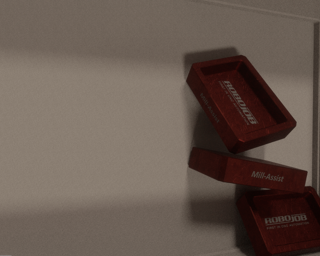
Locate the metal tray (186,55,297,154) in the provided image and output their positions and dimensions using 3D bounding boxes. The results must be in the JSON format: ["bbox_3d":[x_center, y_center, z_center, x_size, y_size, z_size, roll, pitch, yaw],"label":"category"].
[{"bbox_3d":[0.103,-0.036,0.408,0.091,0.030,0.130,-14,60,-22],"label":"metal tray"}]

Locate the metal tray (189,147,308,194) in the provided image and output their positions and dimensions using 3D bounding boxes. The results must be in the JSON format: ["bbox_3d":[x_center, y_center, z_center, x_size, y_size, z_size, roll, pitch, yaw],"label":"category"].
[{"bbox_3d":[0.117,0.056,0.419,0.131,0.090,0.030,11,90,-20],"label":"metal tray"}]

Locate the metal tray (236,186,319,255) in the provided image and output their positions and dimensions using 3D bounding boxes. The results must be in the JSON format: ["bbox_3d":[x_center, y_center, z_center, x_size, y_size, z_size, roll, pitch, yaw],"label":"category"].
[{"bbox_3d":[0.187,0.135,0.452,0.131,0.030,0.090,0,51,-21],"label":"metal tray"}]
